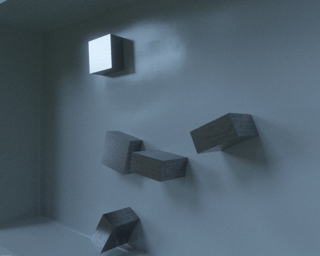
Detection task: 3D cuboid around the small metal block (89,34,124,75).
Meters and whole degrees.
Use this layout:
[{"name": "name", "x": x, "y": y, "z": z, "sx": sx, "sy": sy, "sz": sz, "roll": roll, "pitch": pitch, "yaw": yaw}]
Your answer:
[{"name": "small metal block", "x": -0.082, "y": -0.110, "z": 0.472, "sx": 0.050, "sy": 0.025, "sz": 0.050, "roll": -4, "pitch": 87, "yaw": 39}]

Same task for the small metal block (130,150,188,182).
[{"name": "small metal block", "x": -0.001, "y": 0.046, "z": 0.390, "sx": 0.050, "sy": 0.050, "sz": 0.025, "roll": 11, "pitch": 97, "yaw": 39}]

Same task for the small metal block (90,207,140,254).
[{"name": "small metal block", "x": -0.063, "y": 0.144, "z": 0.441, "sx": 0.025, "sy": 0.050, "sz": 0.050, "roll": 40, "pitch": 114, "yaw": 32}]

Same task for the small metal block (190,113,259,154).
[{"name": "small metal block", "x": 0.069, "y": 0.006, "z": 0.332, "sx": 0.050, "sy": 0.050, "sz": 0.025, "roll": -28, "pitch": 73, "yaw": 36}]

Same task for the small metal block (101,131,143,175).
[{"name": "small metal block", "x": -0.057, "y": 0.035, "z": 0.451, "sx": 0.050, "sy": 0.025, "sz": 0.050, "roll": 19, "pitch": 102, "yaw": 38}]
